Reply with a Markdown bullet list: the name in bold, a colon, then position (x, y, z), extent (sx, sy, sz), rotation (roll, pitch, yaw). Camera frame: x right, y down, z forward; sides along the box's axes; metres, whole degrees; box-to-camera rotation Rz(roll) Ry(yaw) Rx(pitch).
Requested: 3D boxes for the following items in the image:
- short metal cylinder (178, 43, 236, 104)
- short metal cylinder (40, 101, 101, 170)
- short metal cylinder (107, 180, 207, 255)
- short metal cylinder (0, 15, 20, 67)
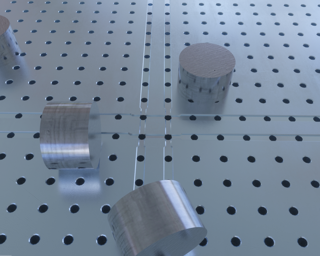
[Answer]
- **short metal cylinder**: position (0.067, -0.082, 0.462), extent (0.081, 0.050, 0.080), rotation (0, 50, 0)
- **short metal cylinder**: position (-0.101, 0.009, 0.363), extent (0.050, 0.080, 0.080), rotation (-1, 50, -1)
- **short metal cylinder**: position (-0.003, 0.094, 0.293), extent (0.081, 0.080, 0.050), rotation (-19, 53, -15)
- **short metal cylinder**: position (-0.280, -0.143, 0.508), extent (0.081, 0.050, 0.080), rotation (0, 50, 0)
